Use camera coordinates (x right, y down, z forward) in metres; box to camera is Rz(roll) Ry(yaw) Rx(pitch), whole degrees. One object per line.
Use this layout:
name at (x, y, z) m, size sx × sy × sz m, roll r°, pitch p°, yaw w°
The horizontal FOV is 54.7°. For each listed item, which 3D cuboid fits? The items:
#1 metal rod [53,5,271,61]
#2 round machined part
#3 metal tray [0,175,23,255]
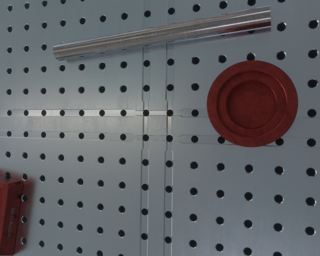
metal rod at (-0.011, -0.123, 0.416) m, size 0.301 × 0.025 × 0.025 m, roll -4°, pitch 89°, yaw 19°
round machined part at (0.108, -0.027, 0.365) m, size 0.098 × 0.042 × 0.097 m, roll 0°, pitch 90°, yaw 19°
metal tray at (-0.279, 0.143, 0.507) m, size 0.090 × 0.030 × 0.129 m, roll 11°, pitch 94°, yaw 19°
